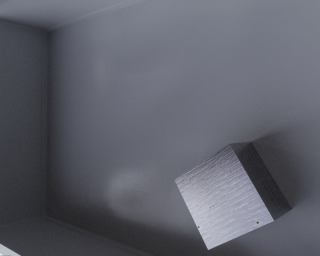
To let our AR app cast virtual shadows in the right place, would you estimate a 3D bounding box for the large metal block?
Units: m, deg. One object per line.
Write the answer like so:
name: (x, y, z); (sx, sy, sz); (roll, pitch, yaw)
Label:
large metal block: (0.075, 0.070, 0.329); (0.080, 0.050, 0.080); (-40, 66, 33)
